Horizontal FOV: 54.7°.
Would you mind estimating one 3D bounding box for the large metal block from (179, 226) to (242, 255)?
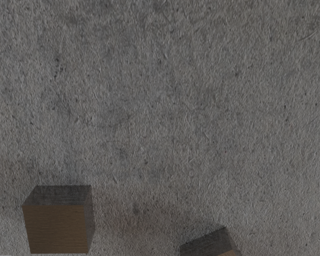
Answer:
[{"bbox_3d":[0.085,0.212,0.475,0.080,0.050,0.080,-27,108,9],"label":"large metal block"}]

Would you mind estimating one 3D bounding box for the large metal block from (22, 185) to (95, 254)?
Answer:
[{"bbox_3d":[-0.141,0.130,0.443,0.081,0.050,0.079,0,110,0],"label":"large metal block"}]
